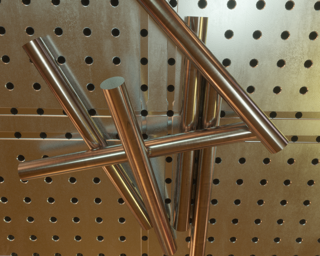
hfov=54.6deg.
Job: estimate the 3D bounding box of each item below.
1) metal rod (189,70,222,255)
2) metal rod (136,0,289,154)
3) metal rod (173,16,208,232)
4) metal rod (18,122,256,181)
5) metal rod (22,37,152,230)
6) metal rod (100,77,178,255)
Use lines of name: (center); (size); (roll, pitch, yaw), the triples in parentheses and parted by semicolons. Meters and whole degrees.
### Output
metal rod: (0.063, 0.064, 0.437); (0.025, 0.025, 0.298); (2, 110, -1)
metal rod: (0.040, -0.088, 0.353); (0.025, 0.025, 0.300); (-41, 95, 13)
metal rod: (0.038, 0.009, 0.416); (0.025, 0.025, 0.298); (2, 110, -1)
metal rod: (-0.031, 0.029, 0.395); (0.301, 0.025, 0.025); (-11, 110, 3)
metal rod: (-0.085, 0.020, 0.420); (0.025, 0.025, 0.299); (-26, 108, 9)
metal rod: (-0.016, 0.072, 0.395); (0.025, 0.025, 0.299); (-12, 126, 4)
